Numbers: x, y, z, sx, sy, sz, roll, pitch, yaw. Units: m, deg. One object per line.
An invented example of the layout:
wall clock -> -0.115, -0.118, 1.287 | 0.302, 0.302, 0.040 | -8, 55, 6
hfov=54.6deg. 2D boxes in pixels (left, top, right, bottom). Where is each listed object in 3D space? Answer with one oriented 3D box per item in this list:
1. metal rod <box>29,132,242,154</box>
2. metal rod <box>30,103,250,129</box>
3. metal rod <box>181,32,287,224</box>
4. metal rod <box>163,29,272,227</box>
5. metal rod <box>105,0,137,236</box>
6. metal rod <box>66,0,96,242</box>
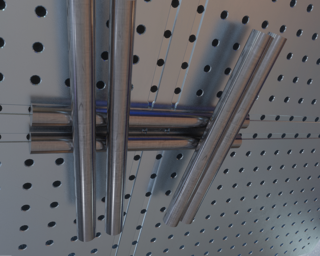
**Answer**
metal rod -> -0.012, 0.018, 0.416 | 0.302, 0.025, 0.025 | 1, 118, -29
metal rod -> -0.004, -0.012, 0.401 | 0.302, 0.025, 0.025 | 1, 118, -29
metal rod -> 0.093, 0.014, 0.438 | 0.025, 0.025, 0.298 | 9, 114, -32
metal rod -> 0.070, 0.014, 0.426 | 0.025, 0.025, 0.298 | 9, 114, -32
metal rod -> -0.049, 0.010, 0.358 | 0.025, 0.025, 0.298 | -8, 122, -24
metal rod -> -0.083, 0.012, 0.341 | 0.025, 0.025, 0.298 | -8, 122, -24
